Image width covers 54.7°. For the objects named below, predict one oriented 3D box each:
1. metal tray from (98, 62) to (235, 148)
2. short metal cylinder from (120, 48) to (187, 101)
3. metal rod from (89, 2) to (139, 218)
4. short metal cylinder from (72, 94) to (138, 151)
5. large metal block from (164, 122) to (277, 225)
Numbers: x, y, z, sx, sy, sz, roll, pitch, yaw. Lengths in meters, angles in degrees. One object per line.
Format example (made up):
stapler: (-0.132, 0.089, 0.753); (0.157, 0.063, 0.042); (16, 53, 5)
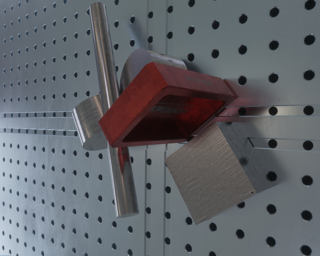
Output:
metal tray: (0.012, -0.020, 0.331); (0.090, 0.131, 0.030); (-45, 63, 31)
short metal cylinder: (-0.009, -0.054, 0.388); (0.080, 0.050, 0.080); (-10, 77, 53)
metal rod: (-0.063, -0.040, 0.396); (0.025, 0.025, 0.299); (-29, 62, 36)
short metal cylinder: (-0.077, -0.008, 0.437); (0.080, 0.081, 0.050); (-35, 69, 34)
large metal block: (0.064, 0.048, 0.341); (0.080, 0.050, 0.080); (-40, 66, 32)
